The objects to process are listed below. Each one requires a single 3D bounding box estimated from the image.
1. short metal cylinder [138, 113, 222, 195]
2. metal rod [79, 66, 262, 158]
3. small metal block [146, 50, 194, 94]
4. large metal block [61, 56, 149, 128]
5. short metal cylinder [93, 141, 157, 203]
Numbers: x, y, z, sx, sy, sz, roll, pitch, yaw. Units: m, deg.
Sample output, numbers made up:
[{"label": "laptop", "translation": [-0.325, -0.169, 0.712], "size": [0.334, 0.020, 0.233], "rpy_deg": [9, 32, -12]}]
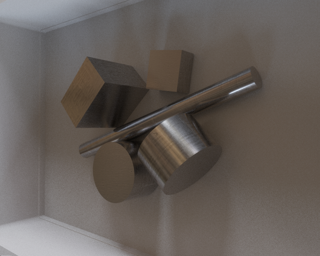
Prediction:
[{"label": "short metal cylinder", "translation": [0.022, 0.030, 0.349], "size": [0.050, 0.081, 0.080], "rpy_deg": [50, 119, 28]}, {"label": "metal rod", "translation": [-0.010, -0.008, 0.412], "size": [0.299, 0.025, 0.025], "rpy_deg": [-22, 76, 37]}, {"label": "small metal block", "translation": [0.012, -0.072, 0.393], "size": [0.050, 0.025, 0.050], "rpy_deg": [11, 97, 39]}, {"label": "large metal block", "translation": [-0.076, -0.046, 0.430], "size": [0.080, 0.081, 0.050], "rpy_deg": [-51, 61, 28]}, {"label": "short metal cylinder", "translation": [-0.046, 0.058, 0.424], "size": [0.080, 0.050, 0.079], "rpy_deg": [0, 90, 39]}]
